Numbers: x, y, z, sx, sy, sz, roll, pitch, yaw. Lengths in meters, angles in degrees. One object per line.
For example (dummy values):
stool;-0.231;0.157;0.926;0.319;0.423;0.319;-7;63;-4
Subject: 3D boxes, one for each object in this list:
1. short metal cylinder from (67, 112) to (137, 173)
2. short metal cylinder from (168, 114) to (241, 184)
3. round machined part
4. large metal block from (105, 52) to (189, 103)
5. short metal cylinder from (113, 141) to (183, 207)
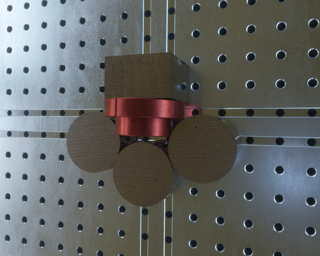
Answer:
short metal cylinder;-0.080;0.018;0.428;0.080;0.050;0.079;0;90;20
short metal cylinder;0.056;0.024;0.380;0.080;0.050;0.079;0;90;20
round machined part;-0.020;-0.011;0.379;0.098;0.098;0.042;2;90;20
large metal block;-0.013;-0.058;0.387;0.080;0.080;0.050;1;91;20
short metal cylinder;-0.014;0.057;0.404;0.080;0.050;0.079;0;90;20
